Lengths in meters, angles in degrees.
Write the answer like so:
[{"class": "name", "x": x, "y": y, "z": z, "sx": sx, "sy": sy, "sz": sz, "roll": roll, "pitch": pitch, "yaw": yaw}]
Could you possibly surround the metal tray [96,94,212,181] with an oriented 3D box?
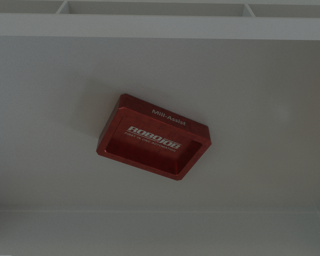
[{"class": "metal tray", "x": -0.009, "y": 0.017, "z": 0.419, "sx": 0.131, "sy": 0.030, "sz": 0.089, "roll": 21, "pitch": 127, "yaw": -17}]
